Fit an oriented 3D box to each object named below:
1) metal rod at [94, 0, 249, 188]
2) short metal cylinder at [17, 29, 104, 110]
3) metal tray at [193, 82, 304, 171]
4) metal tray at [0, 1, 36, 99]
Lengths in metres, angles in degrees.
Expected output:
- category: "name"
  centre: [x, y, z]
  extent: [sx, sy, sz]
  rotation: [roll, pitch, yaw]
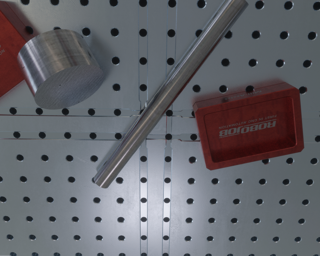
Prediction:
- category: "metal rod"
  centre: [0.005, -0.037, 0.399]
  extent: [0.025, 0.025, 0.299]
  rotation: [34, 106, -12]
- category: "short metal cylinder"
  centre: [-0.111, -0.064, 0.352]
  extent: [0.080, 0.080, 0.050]
  rotation: [-34, 74, 11]
- category: "metal tray"
  centre: [0.117, -0.001, 0.411]
  extent: [0.131, 0.030, 0.089]
  rotation: [-12, 110, 4]
- category: "metal tray"
  centre: [-0.216, -0.081, 0.379]
  extent: [0.130, 0.030, 0.090]
  rotation: [-33, 107, 11]
